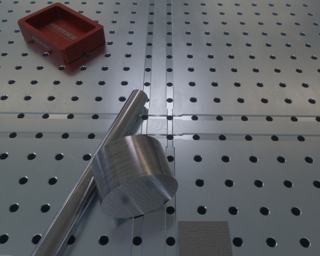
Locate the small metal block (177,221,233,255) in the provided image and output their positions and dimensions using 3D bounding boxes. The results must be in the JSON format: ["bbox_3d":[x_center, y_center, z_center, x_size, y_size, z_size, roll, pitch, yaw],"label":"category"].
[{"bbox_3d":[0.043,0.121,0.306,0.050,0.025,0.050,0,50,0],"label":"small metal block"}]

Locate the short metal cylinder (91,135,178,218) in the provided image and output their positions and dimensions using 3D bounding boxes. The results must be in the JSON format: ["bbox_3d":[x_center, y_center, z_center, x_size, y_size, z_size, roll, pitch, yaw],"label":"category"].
[{"bbox_3d":[-0.027,0.052,0.328,0.081,0.080,0.050,-14,52,-12],"label":"short metal cylinder"}]

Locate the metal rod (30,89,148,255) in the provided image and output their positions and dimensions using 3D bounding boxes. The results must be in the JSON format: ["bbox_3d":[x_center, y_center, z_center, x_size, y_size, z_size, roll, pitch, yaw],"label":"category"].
[{"bbox_3d":[-0.081,0.061,0.355,0.025,0.025,0.301,16,52,13],"label":"metal rod"}]

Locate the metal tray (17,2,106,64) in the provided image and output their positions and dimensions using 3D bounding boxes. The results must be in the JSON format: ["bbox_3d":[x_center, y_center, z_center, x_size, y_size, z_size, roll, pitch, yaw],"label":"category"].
[{"bbox_3d":[-0.173,-0.171,0.546,0.130,0.030,0.090,34,57,25],"label":"metal tray"}]
